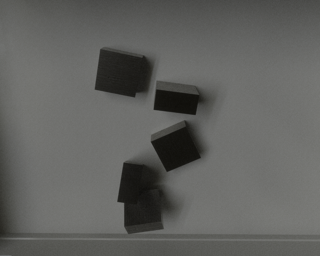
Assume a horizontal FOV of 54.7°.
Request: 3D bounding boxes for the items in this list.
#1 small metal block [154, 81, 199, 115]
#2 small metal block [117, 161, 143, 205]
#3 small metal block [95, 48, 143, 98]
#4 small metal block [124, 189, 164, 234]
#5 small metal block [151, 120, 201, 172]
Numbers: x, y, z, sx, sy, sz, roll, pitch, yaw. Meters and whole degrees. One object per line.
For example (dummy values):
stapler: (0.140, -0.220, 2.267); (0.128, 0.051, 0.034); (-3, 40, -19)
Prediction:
small metal block: (0.019, -0.038, 0.384); (0.050, 0.050, 0.025); (7, 110, -3)
small metal block: (-0.039, 0.072, 0.415); (0.025, 0.050, 0.050); (9, 85, -4)
small metal block: (-0.051, -0.070, 0.385); (0.050, 0.025, 0.050); (11, 110, -5)
small metal block: (-0.023, 0.118, 0.438); (0.050, 0.050, 0.025); (-9, 138, 3)
small metal block: (0.021, 0.025, 0.421); (0.050, 0.025, 0.050); (-24, 109, 8)
